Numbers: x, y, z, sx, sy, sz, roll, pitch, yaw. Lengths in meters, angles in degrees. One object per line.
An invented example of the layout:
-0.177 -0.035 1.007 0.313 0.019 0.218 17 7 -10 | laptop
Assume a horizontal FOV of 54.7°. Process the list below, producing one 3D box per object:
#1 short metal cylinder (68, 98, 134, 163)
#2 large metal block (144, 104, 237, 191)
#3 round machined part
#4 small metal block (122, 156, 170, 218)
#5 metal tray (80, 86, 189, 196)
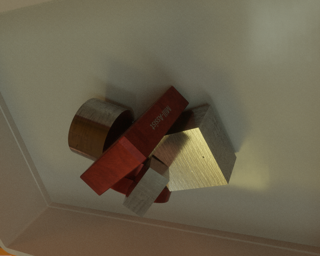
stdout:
-0.076 0.005 0.413 0.050 0.080 0.079 21 126 16 | short metal cylinder
0.036 0.027 0.377 0.080 0.050 0.080 -15 115 34 | large metal block
-0.028 0.064 0.424 0.098 0.098 0.042 19 90 17 | round machined part
-0.014 0.064 0.348 0.025 0.050 0.050 35 97 -4 | small metal block
-0.025 0.011 0.357 0.030 0.131 0.090 46 128 -5 | metal tray
